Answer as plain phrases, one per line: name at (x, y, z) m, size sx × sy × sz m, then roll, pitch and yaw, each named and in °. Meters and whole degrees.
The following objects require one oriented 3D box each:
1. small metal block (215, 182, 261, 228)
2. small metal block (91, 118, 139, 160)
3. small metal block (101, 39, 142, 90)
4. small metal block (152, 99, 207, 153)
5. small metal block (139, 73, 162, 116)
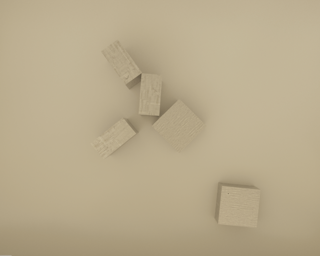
small metal block at (0.103, 0.102, 0.413) m, size 0.050 × 0.025 × 0.050 m, roll 6°, pitch 90°, yaw -1°
small metal block at (-0.056, 0.013, 0.398) m, size 0.050 × 0.050 × 0.025 m, roll -39°, pitch 90°, yaw 0°
small metal block at (-0.047, -0.080, 0.398) m, size 0.025 × 0.050 × 0.050 m, roll -36°, pitch 90°, yaw 0°
small metal block at (0.025, -0.003, 0.412) m, size 0.050 × 0.025 × 0.050 m, roll -45°, pitch 91°, yaw 0°
small metal block at (-0.012, -0.041, 0.399) m, size 0.025 × 0.050 × 0.050 m, roll 4°, pitch 90°, yaw 0°
